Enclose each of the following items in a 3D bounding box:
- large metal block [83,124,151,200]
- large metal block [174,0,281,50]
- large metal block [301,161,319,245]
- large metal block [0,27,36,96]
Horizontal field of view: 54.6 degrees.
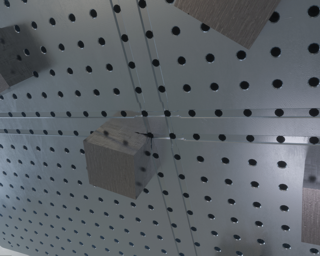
[{"bbox_3d":[-0.060,0.049,0.458,0.080,0.050,0.079,14,124,20],"label":"large metal block"},{"bbox_3d":[0.071,-0.131,0.277,0.080,0.050,0.080,33,129,6],"label":"large metal block"},{"bbox_3d":[0.202,0.087,0.342,0.080,0.050,0.080,3,120,27],"label":"large metal block"},{"bbox_3d":[-0.253,-0.093,0.472,0.080,0.050,0.080,-19,109,35],"label":"large metal block"}]
